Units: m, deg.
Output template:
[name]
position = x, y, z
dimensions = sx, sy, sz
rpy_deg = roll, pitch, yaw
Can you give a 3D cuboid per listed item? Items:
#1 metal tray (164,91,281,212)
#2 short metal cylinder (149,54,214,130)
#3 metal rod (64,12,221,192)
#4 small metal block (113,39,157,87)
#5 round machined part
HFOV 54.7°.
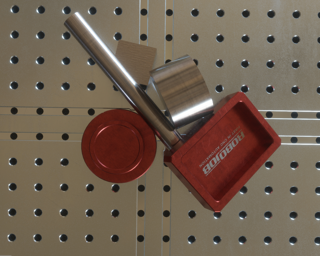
[metal tray]
position = 0.081, 0.028, 0.391
dimensions = 0.130, 0.030, 0.090
rpy_deg = -43, 98, -16
[short metal cylinder]
position = 0.026, -0.044, 0.386
dimensions = 0.050, 0.080, 0.080
rpy_deg = -25, 90, 0
[metal rod]
position = -0.012, -0.018, 0.396
dimensions = 0.025, 0.025, 0.300
rpy_deg = -40, 98, 0
[small metal block]
position = -0.034, -0.085, 0.413
dimensions = 0.050, 0.025, 0.050
rpy_deg = 13, 90, -1
[round machined part]
position = -0.054, 0.024, 0.403
dimensions = 0.099, 0.042, 0.097
rpy_deg = 0, 90, -1
